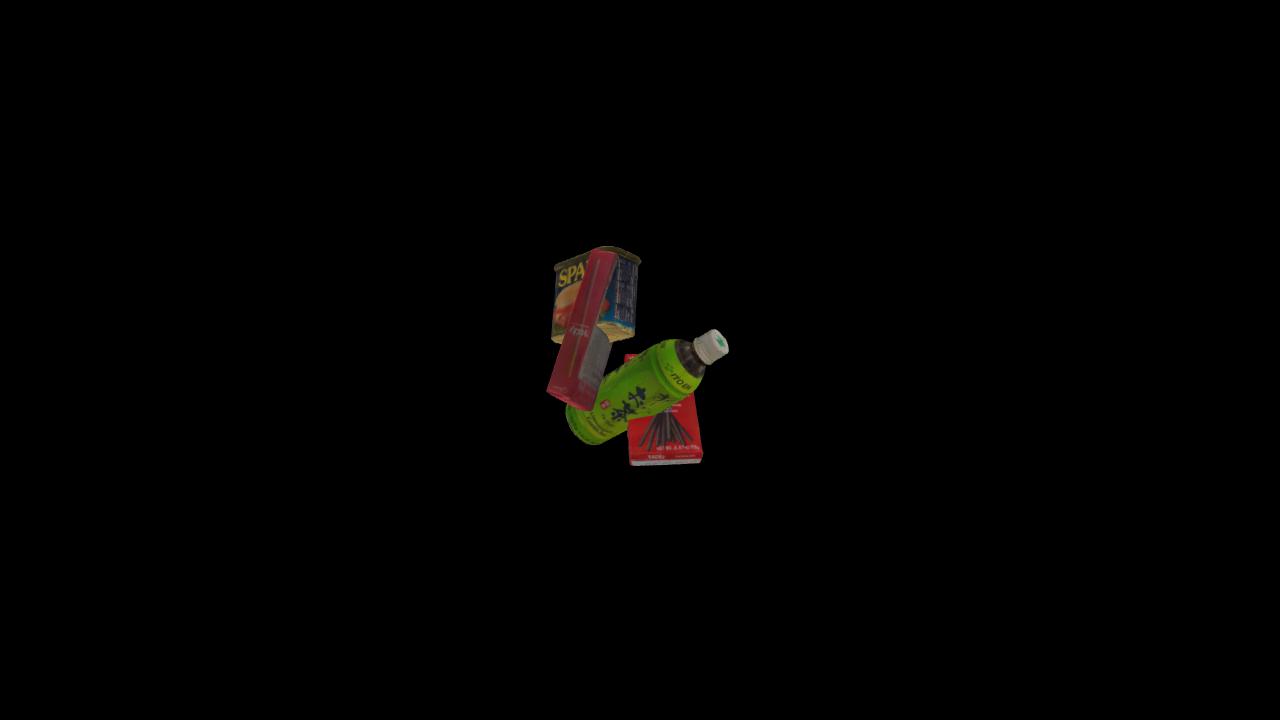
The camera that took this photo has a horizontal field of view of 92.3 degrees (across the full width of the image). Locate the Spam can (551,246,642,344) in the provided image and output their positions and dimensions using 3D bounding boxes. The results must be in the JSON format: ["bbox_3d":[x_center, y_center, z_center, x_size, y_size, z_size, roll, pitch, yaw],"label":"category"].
[{"bbox_3d":[-0.048,-0.063,0.655,0.058,0.085,0.101,15,-18,-43],"label":"Spam can"}]

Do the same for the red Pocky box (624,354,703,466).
[{"bbox_3d":[0.024,0.054,0.734,0.083,0.155,0.028,-3,-43,-3],"label":"red Pocky box"}]

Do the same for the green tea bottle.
[{"bbox_3d":[0.009,0.028,0.705,0.212,0.073,0.073,-32,-17,28],"label":"green tea bottle"}]

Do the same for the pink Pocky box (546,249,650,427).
[{"bbox_3d":[-0.050,-0.028,0.637,0.029,0.155,0.084,14,-10,14],"label":"pink Pocky box"}]
